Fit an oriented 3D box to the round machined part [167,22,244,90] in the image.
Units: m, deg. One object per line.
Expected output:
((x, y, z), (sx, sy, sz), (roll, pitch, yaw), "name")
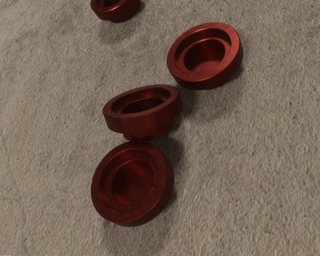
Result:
((0.062, -0.090, 0.415), (0.098, 0.042, 0.098), (-13, 56, 20), "round machined part")

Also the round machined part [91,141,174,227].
((-0.028, 0.067, 0.365), (0.098, 0.042, 0.098), (-13, 56, 20), "round machined part")

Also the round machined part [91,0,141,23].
((-0.076, -0.235, 0.575), (0.098, 0.042, 0.098), (-13, 56, 20), "round machined part")

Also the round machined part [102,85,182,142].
((-0.019, -0.017, 0.394), (0.098, 0.042, 0.098), (-11, 27, 6), "round machined part")
